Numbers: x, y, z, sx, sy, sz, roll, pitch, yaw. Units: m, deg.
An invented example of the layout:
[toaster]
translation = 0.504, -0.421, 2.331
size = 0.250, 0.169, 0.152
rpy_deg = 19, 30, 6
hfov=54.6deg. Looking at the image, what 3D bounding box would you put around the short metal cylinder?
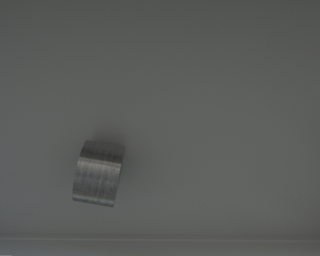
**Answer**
[short metal cylinder]
translation = -0.077, 0.059, 0.403
size = 0.050, 0.080, 0.079
rpy_deg = 11, 110, -4
